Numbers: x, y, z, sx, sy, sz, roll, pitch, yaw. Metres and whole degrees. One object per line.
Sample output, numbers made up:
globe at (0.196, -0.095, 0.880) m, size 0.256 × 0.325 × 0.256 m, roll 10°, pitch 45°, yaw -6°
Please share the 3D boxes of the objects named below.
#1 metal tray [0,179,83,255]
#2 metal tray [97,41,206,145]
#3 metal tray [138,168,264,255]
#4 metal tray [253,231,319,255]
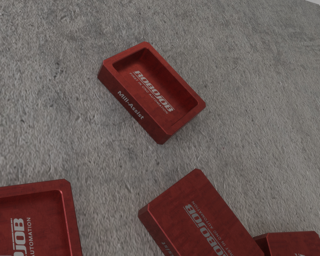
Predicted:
metal tray at (-0.116, 0.115, 0.267) m, size 0.091 × 0.030 × 0.130 m, roll -3°, pitch 63°, yaw -30°
metal tray at (-0.010, -0.051, 0.426) m, size 0.130 × 0.030 × 0.091 m, roll 48°, pitch 51°, yaw 5°
metal tray at (0.048, 0.122, 0.352) m, size 0.091 × 0.030 × 0.130 m, roll -30°, pitch 78°, yaw -38°
metal tray at (0.169, 0.195, 0.372) m, size 0.091 × 0.030 × 0.130 m, roll 7°, pitch 59°, yaw -25°
